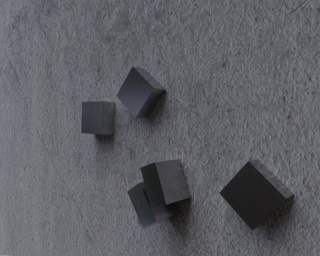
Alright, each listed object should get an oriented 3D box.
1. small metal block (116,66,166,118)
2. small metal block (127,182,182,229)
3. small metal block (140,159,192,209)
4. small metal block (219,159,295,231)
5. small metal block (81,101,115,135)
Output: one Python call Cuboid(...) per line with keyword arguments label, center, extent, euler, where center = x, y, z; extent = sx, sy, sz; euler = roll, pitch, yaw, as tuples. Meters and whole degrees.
Cuboid(label="small metal block", center=(-0.027, -0.049, 0.427), extent=(0.050, 0.025, 0.050), euler=(48, 118, 29))
Cuboid(label="small metal block", center=(-0.006, 0.094, 0.394), extent=(0.025, 0.050, 0.050), euler=(-40, 66, 33))
Cuboid(label="small metal block", center=(0.008, 0.067, 0.382), extent=(0.025, 0.050, 0.050), euler=(-25, 74, 37))
Cuboid(label="small metal block", center=(0.100, 0.068, 0.323), extent=(0.050, 0.025, 0.050), euler=(49, 119, 28))
Cuboid(label="small metal block", center=(-0.097, -0.016, 0.485), extent=(0.050, 0.025, 0.050), euler=(3, 92, 40))
